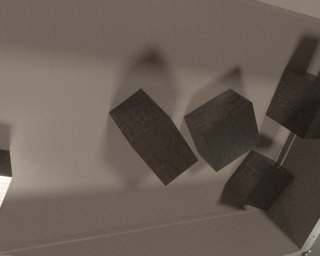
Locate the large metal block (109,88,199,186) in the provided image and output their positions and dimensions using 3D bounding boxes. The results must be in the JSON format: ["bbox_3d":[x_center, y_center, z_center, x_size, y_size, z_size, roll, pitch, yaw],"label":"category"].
[{"bbox_3d":[-0.008,0.010,0.376,0.050,0.080,0.080,-38,130,-3],"label":"large metal block"}]

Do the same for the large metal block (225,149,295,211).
[{"bbox_3d":[0.178,0.094,0.551,0.080,0.050,0.080,24,105,-37],"label":"large metal block"}]

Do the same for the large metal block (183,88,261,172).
[{"bbox_3d":[0.091,0.003,0.446,0.080,0.050,0.080,-32,129,-8],"label":"large metal block"}]

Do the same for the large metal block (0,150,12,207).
[{"bbox_3d":[-0.209,0.062,0.317,0.081,0.050,0.080,16,110,-35],"label":"large metal block"}]

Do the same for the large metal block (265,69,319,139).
[{"bbox_3d":[0.222,-0.037,0.474,0.050,0.080,0.079,0,118,-29],"label":"large metal block"}]
